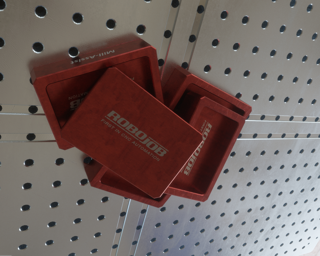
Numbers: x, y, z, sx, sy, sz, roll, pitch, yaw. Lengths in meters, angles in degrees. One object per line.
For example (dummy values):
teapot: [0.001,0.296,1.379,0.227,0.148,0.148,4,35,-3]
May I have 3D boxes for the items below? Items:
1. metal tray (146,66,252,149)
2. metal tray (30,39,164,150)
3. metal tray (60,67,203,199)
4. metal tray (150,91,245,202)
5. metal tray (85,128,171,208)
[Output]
metal tray: [0.056,-0.017,0.426,0.131,0.030,0.090,21,107,-35]
metal tray: [-0.064,-0.038,0.349,0.131,0.030,0.090,-20,126,-16]
metal tray: [-0.029,0.006,0.343,0.130,0.030,0.090,37,90,-17]
metal tray: [0.050,0.028,0.411,0.090,0.030,0.129,22,95,-36]
metal tray: [-0.024,0.054,0.428,0.131,0.030,0.090,29,102,-38]
